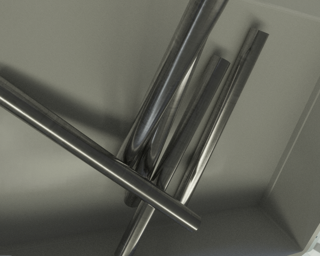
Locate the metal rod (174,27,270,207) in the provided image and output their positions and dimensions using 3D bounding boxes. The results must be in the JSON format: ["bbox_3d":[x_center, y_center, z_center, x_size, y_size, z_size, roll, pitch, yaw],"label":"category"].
[{"bbox_3d":[0.079,0.004,0.453,0.025,0.025,0.298,8,114,-32],"label":"metal rod"}]

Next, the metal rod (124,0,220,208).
[{"bbox_3d":[0.001,-0.004,0.362,0.025,0.025,0.298,-3,134,-27],"label":"metal rod"}]

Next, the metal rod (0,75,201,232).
[{"bbox_3d":[-0.058,0.044,0.358,0.301,0.025,0.025,40,96,-25],"label":"metal rod"}]

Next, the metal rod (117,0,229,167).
[{"bbox_3d":[-0.006,-0.023,0.309,0.025,0.025,0.298,-3,146,-27],"label":"metal rod"}]

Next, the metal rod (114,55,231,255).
[{"bbox_3d":[0.014,0.045,0.414,0.025,0.025,0.299,22,98,-36],"label":"metal rod"}]
